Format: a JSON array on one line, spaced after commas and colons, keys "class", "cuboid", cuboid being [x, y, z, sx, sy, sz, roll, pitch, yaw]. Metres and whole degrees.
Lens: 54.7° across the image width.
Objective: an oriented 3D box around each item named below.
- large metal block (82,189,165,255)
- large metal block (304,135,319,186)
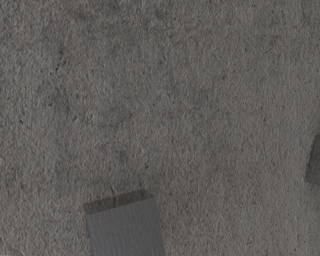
[{"class": "large metal block", "cuboid": [-0.045, 0.128, 0.379, 0.081, 0.050, 0.080, -11, 94, -20]}, {"class": "large metal block", "cuboid": [0.293, 0.062, 0.504, 0.081, 0.050, 0.080, 19, 84, -19]}]
